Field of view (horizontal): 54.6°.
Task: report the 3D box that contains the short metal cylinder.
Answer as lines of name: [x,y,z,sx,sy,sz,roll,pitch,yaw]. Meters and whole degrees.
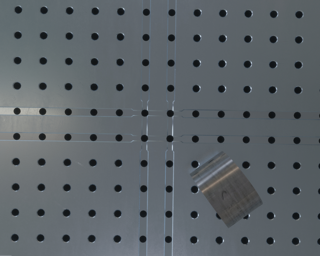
short metal cylinder: [0.081,0.076,0.386,0.050,0.080,0.080,-36,90,0]
